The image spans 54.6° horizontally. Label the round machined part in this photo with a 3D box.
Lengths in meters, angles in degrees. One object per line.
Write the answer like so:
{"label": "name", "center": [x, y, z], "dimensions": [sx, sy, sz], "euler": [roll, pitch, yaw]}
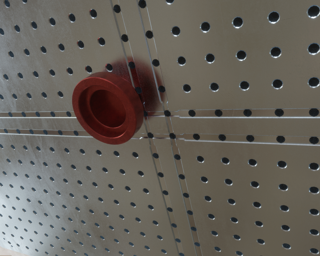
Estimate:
{"label": "round machined part", "center": [-0.065, -0.029, 0.417], "dimensions": [0.098, 0.042, 0.097], "euler": [13, 124, 21]}
